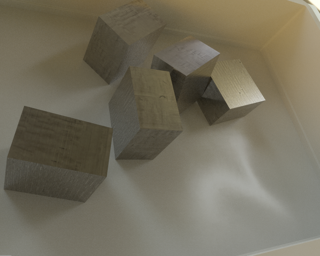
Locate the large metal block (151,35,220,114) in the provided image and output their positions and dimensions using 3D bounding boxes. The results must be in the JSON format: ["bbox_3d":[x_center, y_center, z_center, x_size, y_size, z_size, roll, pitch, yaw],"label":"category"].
[{"bbox_3d":[0.028,-0.068,0.422,0.050,0.079,0.080,37,49,17],"label":"large metal block"}]

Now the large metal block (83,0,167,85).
[{"bbox_3d":[-0.048,-0.116,0.417,0.050,0.080,0.080,45,51,2],"label":"large metal block"}]

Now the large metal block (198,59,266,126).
[{"bbox_3d":[0.102,-0.057,0.481,0.081,0.050,0.080,-14,69,-34],"label":"large metal block"}]

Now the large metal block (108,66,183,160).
[{"bbox_3d":[-0.021,-0.014,0.369,0.050,0.080,0.080,3,60,-27],"label":"large metal block"}]

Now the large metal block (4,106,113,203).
[{"bbox_3d":[-0.099,0.030,0.299,0.081,0.080,0.050,15,56,-20],"label":"large metal block"}]
